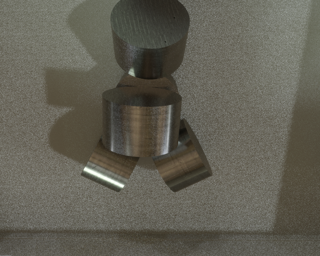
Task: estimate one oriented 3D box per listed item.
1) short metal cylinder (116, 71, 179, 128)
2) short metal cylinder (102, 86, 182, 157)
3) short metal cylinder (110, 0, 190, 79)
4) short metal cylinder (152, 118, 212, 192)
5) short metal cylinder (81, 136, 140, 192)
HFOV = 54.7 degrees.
[{"bbox_3d":[-0.016,-0.035,0.382,0.081,0.050,0.079,0,110,0],"label":"short metal cylinder"},{"bbox_3d":[-0.019,-0.010,0.323,0.081,0.080,0.050,3,110,-1],"label":"short metal cylinder"},{"bbox_3d":[-0.011,-0.100,0.336,0.081,0.080,0.050,4,153,-2],"label":"short metal cylinder"},{"bbox_3d":[0.026,0.034,0.393,0.050,0.080,0.080,-27,108,10],"label":"short metal cylinder"},{"bbox_3d":[-0.058,0.034,0.392,0.050,0.080,0.080,28,108,-9],"label":"short metal cylinder"}]
